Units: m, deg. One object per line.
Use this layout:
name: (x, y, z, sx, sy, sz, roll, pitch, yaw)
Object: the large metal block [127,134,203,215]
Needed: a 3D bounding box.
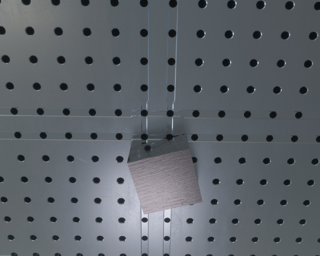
large metal block: (0.008, 0.062, 0.423, 0.080, 0.050, 0.080, -14, 110, 5)
